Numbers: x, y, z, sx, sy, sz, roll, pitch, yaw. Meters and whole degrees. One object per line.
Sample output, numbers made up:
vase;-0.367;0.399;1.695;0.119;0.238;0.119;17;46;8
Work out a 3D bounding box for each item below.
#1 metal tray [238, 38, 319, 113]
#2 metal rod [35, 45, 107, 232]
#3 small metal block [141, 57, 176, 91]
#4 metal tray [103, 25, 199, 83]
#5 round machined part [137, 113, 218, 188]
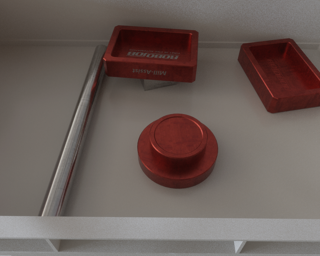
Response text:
metal tray;0.186;-0.084;0.474;0.091;0.030;0.130;-8;51;-8
metal rod;-0.105;-0.012;0.413;0.025;0.025;0.300;3;50;2
small metal block;-0.006;-0.087;0.479;0.050;0.025;0.050;-13;51;-11
metal tray;-0.010;-0.113;0.463;0.131;0.030;0.090;5;50;3
round machined part;0.022;0.020;0.377;0.099;0.042;0.098;0;50;0
